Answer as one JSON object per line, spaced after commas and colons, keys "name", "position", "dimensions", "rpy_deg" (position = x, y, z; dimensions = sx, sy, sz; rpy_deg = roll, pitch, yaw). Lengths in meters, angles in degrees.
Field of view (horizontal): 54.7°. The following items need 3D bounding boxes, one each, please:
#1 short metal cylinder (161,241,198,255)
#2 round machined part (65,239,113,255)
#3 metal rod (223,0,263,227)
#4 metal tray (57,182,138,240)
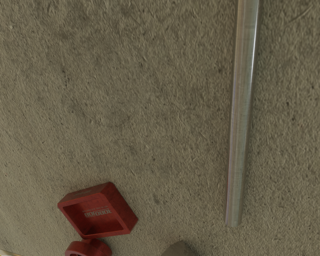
{"name": "short metal cylinder", "position": [0.029, 0.232, 0.498], "dimensions": [0.050, 0.080, 0.080], "rpy_deg": [45, 129, -3]}
{"name": "round machined part", "position": [-0.134, 0.252, 0.613], "dimensions": [0.098, 0.042, 0.097], "rpy_deg": [15, 135, 16]}
{"name": "metal rod", "position": [0.092, 0.000, 0.357], "dimensions": [0.025, 0.025, 0.298], "rpy_deg": [10, 123, 22]}
{"name": "metal tray", "position": [-0.113, 0.151, 0.554], "dimensions": [0.130, 0.030, 0.090], "rpy_deg": [-21, 108, 35]}
